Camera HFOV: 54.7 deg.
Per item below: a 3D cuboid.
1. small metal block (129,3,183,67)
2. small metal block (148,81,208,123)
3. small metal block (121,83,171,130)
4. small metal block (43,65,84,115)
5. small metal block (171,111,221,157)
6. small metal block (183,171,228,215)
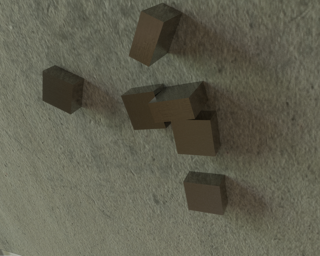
[{"bbox_3d":[-0.004,-0.100,0.330,0.025,0.050,0.050,30,128,9],"label":"small metal block"},{"bbox_3d":[0.022,-0.031,0.359,0.050,0.050,0.025,-5,116,30],"label":"small metal block"},{"bbox_3d":[-0.015,-0.026,0.395,0.050,0.025,0.050,-3,117,34],"label":"small metal block"},{"bbox_3d":[-0.139,-0.055,0.444,0.050,0.025,0.050,25,127,12],"label":"small metal block"},{"bbox_3d":[0.045,0.006,0.386,0.050,0.025,0.050,1,119,27],"label":"small metal block"},{"bbox_3d":[0.064,0.090,0.428,0.050,0.025,0.050,2,120,27],"label":"small metal block"}]
